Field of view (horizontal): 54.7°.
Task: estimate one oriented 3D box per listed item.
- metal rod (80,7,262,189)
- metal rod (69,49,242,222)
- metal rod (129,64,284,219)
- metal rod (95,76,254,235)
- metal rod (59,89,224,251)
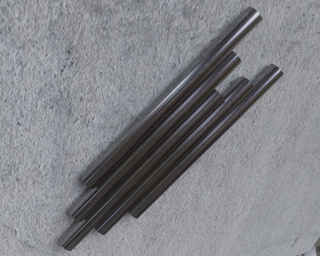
[{"bbox_3d":[0.012,-0.036,0.394,0.300,0.025,0.025,-45,130,3],"label":"metal rod"},{"bbox_3d":[-0.008,0.012,0.413,0.300,0.025,0.025,-45,130,3],"label":"metal rod"},{"bbox_3d":[0.064,0.021,0.458,0.300,0.025,0.025,-45,130,3],"label":"metal rod"},{"bbox_3d":[0.018,0.041,0.445,0.300,0.025,0.025,-45,130,3],"label":"metal rod"},{"bbox_3d":[-0.027,0.058,0.431,0.300,0.025,0.025,-45,130,3],"label":"metal rod"}]
